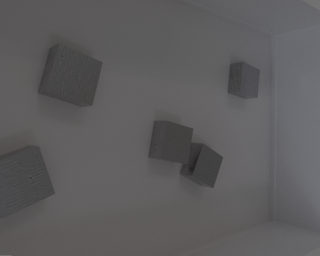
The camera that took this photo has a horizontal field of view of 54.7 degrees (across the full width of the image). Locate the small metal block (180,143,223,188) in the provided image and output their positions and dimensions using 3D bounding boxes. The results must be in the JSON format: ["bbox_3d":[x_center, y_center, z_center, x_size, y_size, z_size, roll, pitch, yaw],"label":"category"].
[{"bbox_3d":[0.062,0.055,0.459,0.050,0.025,0.050,34,69,-35],"label":"small metal block"}]

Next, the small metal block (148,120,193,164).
[{"bbox_3d":[0.015,0.020,0.419,0.050,0.025,0.050,16,80,-39],"label":"small metal block"}]

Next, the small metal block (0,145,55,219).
[{"bbox_3d":[-0.135,0.049,0.293,0.050,0.025,0.050,-24,105,-38],"label":"small metal block"}]

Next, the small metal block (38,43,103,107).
[{"bbox_3d":[-0.094,-0.054,0.328,0.050,0.025,0.050,19,78,-39],"label":"small metal block"}]

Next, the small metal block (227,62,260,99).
[{"bbox_3d":[0.143,-0.080,0.526,0.050,0.025,0.050,11,83,-40],"label":"small metal block"}]
